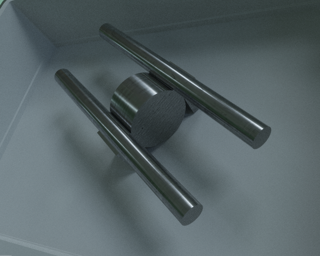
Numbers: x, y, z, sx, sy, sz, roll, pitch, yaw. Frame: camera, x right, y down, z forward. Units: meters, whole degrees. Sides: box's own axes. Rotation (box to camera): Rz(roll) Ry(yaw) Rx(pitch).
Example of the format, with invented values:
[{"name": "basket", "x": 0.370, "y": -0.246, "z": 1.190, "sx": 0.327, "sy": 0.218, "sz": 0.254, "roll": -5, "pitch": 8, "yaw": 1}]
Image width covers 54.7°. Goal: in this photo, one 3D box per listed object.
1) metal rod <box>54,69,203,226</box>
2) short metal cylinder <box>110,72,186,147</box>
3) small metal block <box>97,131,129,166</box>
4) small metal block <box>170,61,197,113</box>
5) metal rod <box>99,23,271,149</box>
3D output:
[{"name": "metal rod", "x": -0.059, "y": 0.000, "z": 0.370, "sx": 0.025, "sy": 0.025, "sz": 0.300, "roll": -45, "pitch": 51, "yaw": -4}, {"name": "short metal cylinder", "x": -0.015, "y": -0.023, "z": 0.389, "sx": 0.080, "sy": 0.080, "sz": 0.050, "roll": -45, "pitch": 51, "yaw": -3}, {"name": "small metal block", "x": -0.046, "y": 0.022, "z": 0.397, "sx": 0.025, "sy": 0.050, "sz": 0.050, "roll": -45, "pitch": 51, "yaw": -3}, {"name": "small metal block", "x": 0.029, "y": -0.053, "z": 0.403, "sx": 0.025, "sy": 0.050, "sz": 0.050, "roll": -45, "pitch": 51, "yaw": -3}, {"name": "metal rod", "x": 0.006, "y": -0.069, "z": 0.378, "sx": 0.025, "sy": 0.025, "sz": 0.300, "roll": -45, "pitch": 51, "yaw": -4}]
